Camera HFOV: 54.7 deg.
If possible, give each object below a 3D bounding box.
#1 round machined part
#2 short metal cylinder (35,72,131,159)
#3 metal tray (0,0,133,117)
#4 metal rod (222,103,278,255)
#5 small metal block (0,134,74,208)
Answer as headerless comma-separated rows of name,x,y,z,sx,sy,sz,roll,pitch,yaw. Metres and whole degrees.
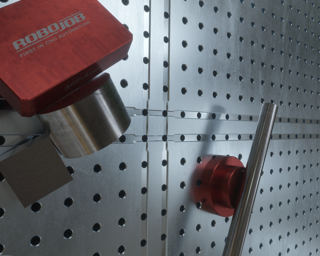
round machined part,0.113,0.094,0.496,0.099,0.042,0.097,0,90,-40
short metal cylinder,-0.076,-0.014,0.308,0.080,0.080,0.050,-42,122,-32
metal tray,-0.102,-0.080,0.293,0.090,0.030,0.131,45,58,5
metal rod,0.132,0.100,0.468,0.025,0.025,0.299,32,70,-36
small metal block,-0.121,0.040,0.301,0.050,0.025,0.050,-31,110,-21
